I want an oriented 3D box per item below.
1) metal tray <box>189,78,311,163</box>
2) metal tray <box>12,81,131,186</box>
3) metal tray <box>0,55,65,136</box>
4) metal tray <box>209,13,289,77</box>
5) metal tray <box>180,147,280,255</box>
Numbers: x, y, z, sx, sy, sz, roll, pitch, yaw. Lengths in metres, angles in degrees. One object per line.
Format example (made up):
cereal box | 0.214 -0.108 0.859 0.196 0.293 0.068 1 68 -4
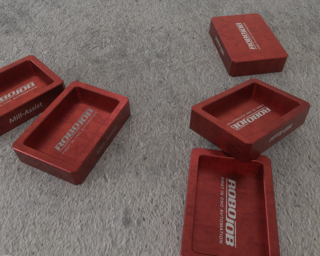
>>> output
metal tray | 0.113 -0.016 0.390 0.131 0.030 0.090 -26 46 -33
metal tray | -0.107 0.000 0.398 0.090 0.030 0.130 19 53 15
metal tray | -0.211 -0.046 0.436 0.131 0.030 0.090 -37 59 -27
metal tray | 0.144 -0.143 0.521 0.091 0.030 0.130 -7 50 -6
metal tray | 0.072 0.085 0.328 0.090 0.030 0.130 7 50 5
